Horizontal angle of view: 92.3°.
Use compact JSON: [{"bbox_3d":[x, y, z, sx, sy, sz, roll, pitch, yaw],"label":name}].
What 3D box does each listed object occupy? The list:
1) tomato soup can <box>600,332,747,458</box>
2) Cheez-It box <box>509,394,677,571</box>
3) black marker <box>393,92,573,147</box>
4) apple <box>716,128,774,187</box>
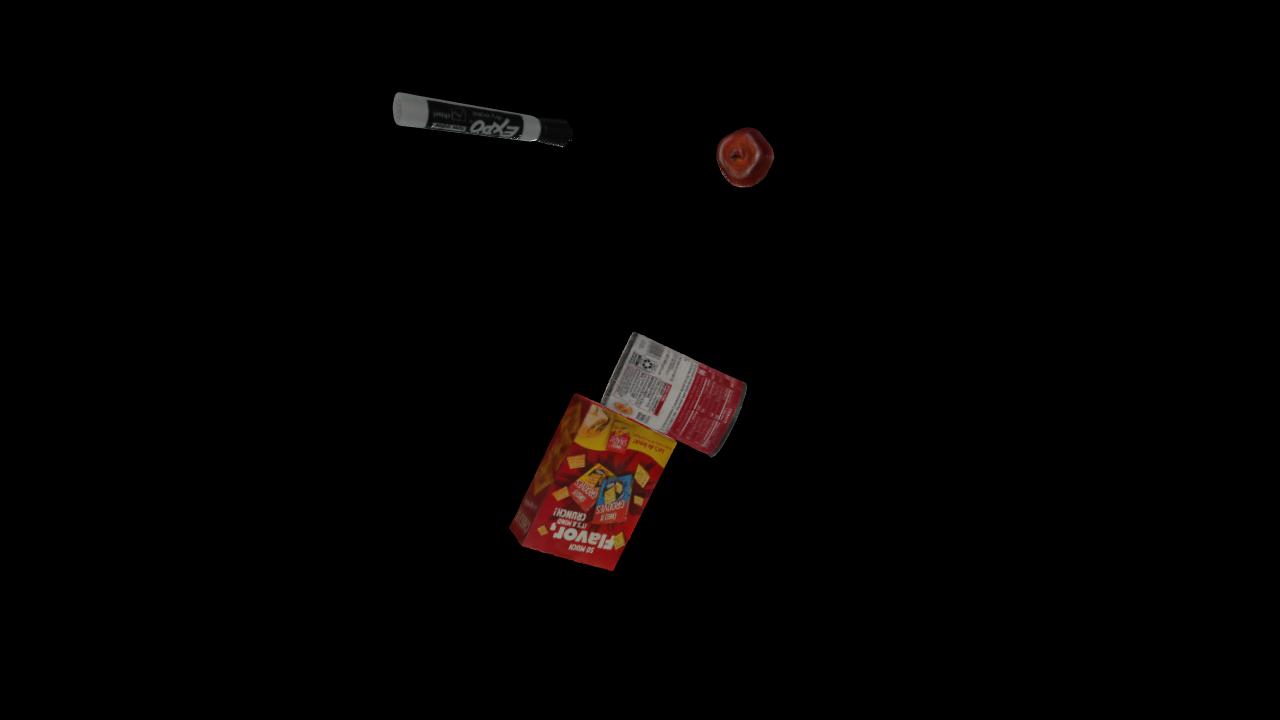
[{"bbox_3d":[0.026,0.028,0.499,0.101,0.068,0.068,25,0,-1],"label":"tomato soup can"},{"bbox_3d":[-0.067,0.183,0.910,0.166,0.223,0.071,27,-3,-31],"label":"Cheez-It box"},{"bbox_3d":[-0.097,-0.155,0.402,0.121,0.020,0.020,-7,4,-38],"label":"black marker"},{"bbox_3d":[0.145,-0.278,0.848,0.079,0.079,0.093,0,10,28],"label":"apple"}]
